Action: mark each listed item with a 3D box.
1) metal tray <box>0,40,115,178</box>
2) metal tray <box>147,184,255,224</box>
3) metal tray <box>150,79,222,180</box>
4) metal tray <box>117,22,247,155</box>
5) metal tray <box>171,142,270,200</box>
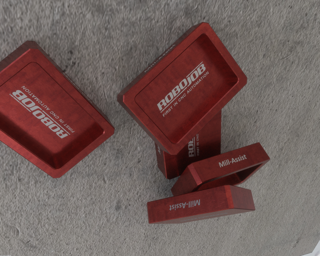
[{"bbox_3d":[-0.122,-0.014,0.328,0.090,0.030,0.130,-40,130,-1],"label":"metal tray"},{"bbox_3d":[0.058,0.113,0.446,0.130,0.030,0.090,-20,155,29],"label":"metal tray"},{"bbox_3d":[0.038,0.001,0.425,0.091,0.030,0.129,-19,126,-17],"label":"metal tray"},{"bbox_3d":[0.028,-0.045,0.356,0.130,0.030,0.090,-45,109,-10],"label":"metal tray"},{"bbox_3d":[0.090,0.070,0.465,0.131,0.030,0.089,-14,151,-26],"label":"metal tray"}]
